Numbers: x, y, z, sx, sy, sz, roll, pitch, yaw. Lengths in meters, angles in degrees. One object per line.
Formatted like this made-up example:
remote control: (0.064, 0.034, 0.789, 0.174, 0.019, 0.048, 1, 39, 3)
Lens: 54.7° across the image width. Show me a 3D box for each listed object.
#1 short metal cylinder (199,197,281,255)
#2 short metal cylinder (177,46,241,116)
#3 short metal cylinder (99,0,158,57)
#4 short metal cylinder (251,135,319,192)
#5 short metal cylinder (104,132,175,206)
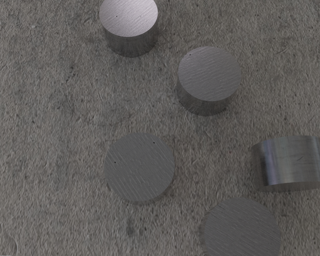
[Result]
short metal cylinder: (0.087, 0.122, 0.351, 0.081, 0.050, 0.080, 0, 70, 0)
short metal cylinder: (0.063, -0.062, 0.418, 0.081, 0.050, 0.080, 0, 70, 0)
short metal cylinder: (-0.043, -0.150, 0.449, 0.081, 0.050, 0.080, 0, 70, 0)
short metal cylinder: (0.151, 0.045, 0.363, 0.081, 0.080, 0.050, -2, 70, -1)
short metal cylinder: (-0.023, 0.051, 0.376, 0.081, 0.050, 0.080, 0, 70, 0)
